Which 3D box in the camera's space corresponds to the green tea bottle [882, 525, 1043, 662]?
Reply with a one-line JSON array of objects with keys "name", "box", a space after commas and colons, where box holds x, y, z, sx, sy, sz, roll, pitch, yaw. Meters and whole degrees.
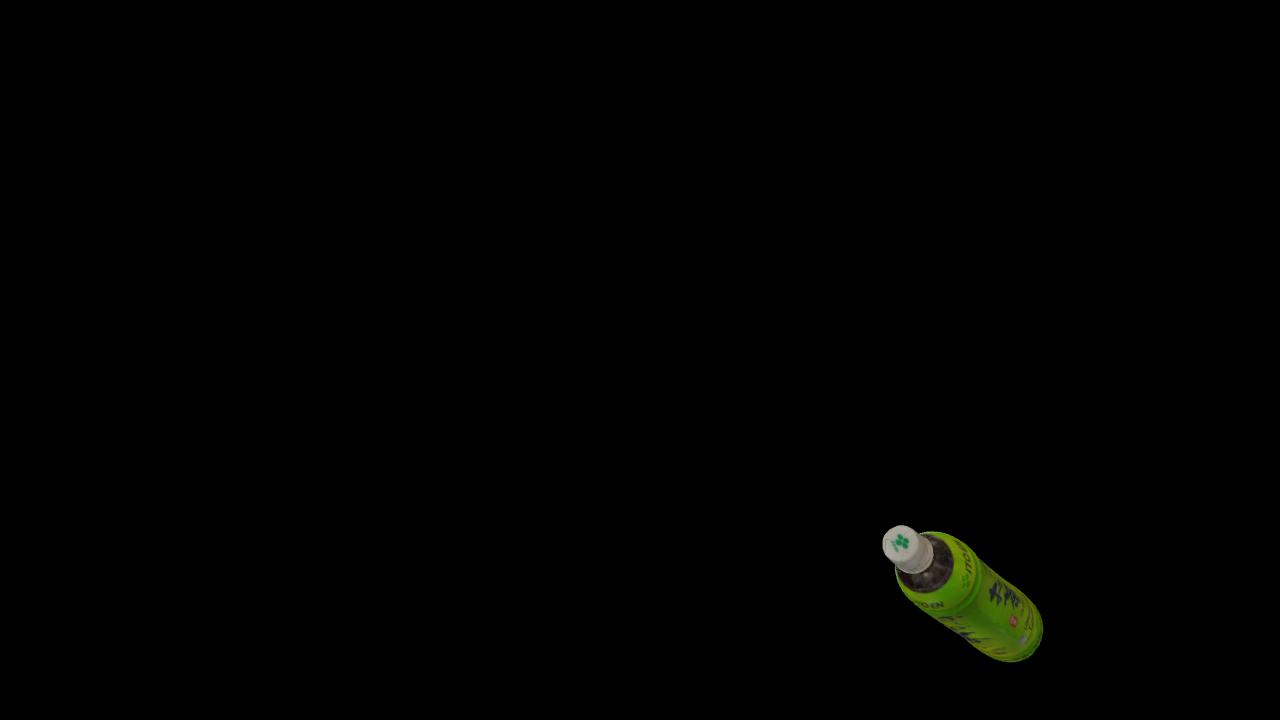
[{"name": "green tea bottle", "box": [0.280, 0.201, 0.543, 0.212, 0.073, 0.073, 36, -18, -28]}]
